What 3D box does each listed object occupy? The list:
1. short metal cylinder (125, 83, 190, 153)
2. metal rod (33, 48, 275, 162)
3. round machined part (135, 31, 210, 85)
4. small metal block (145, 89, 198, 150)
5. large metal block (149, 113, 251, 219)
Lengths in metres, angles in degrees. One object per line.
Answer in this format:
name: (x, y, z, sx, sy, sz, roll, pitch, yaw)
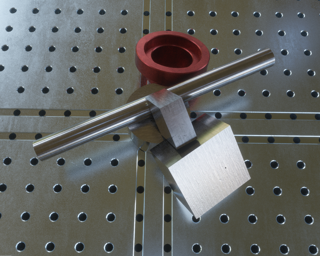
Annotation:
short metal cylinder: (-0.003, -0.011, 0.402, 0.081, 0.050, 0.080, 0, 70, 0)
metal rod: (0.001, -0.032, 0.370, 0.302, 0.025, 0.025, -23, 72, -9)
round machined part: (0.015, -0.088, 0.423, 0.099, 0.042, 0.098, 4, 47, -4)
small metal block: (0.012, -0.011, 0.338, 0.025, 0.050, 0.050, -28, 115, -10)
large metal block: (0.047, 0.042, 0.359, 0.080, 0.050, 0.080, -34, 118, -11)
